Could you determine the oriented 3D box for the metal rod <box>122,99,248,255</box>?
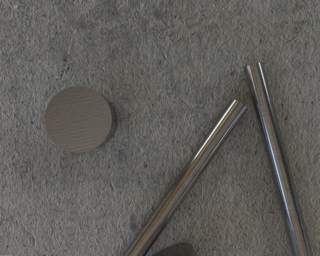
[{"bbox_3d":[0.020,0.091,0.410,0.025,0.025,0.299,35,90,0],"label":"metal rod"}]

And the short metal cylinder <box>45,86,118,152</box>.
[{"bbox_3d":[-0.098,-0.011,0.397,0.081,0.050,0.079,0,90,0],"label":"short metal cylinder"}]

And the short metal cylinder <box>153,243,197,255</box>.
[{"bbox_3d":[0.016,0.188,0.383,0.080,0.080,0.050,-28,90,0],"label":"short metal cylinder"}]

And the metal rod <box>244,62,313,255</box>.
[{"bbox_3d":[0.161,0.061,0.411,0.025,0.025,0.298,-15,90,0],"label":"metal rod"}]
